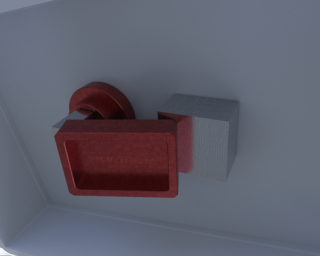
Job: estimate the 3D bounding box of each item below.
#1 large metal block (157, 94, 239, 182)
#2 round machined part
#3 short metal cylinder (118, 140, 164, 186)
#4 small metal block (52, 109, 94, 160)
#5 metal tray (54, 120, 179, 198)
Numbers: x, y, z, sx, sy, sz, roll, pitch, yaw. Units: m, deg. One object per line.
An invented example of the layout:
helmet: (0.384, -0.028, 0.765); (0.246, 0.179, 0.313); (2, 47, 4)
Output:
large metal block: (0.047, 0.010, 0.369); (0.080, 0.050, 0.079); (9, 123, 23)
round machined part: (-0.087, -0.012, 0.432); (0.098, 0.042, 0.097); (13, 124, 20)
short metal cylinder: (-0.027, 0.048, 0.418); (0.080, 0.050, 0.079); (6, 132, 7)
small metal block: (-0.107, 0.010, 0.397); (0.025, 0.050, 0.050); (12, 123, 21)
metal tray: (-0.045, 0.036, 0.357); (0.131, 0.030, 0.089); (0, 121, 6)
